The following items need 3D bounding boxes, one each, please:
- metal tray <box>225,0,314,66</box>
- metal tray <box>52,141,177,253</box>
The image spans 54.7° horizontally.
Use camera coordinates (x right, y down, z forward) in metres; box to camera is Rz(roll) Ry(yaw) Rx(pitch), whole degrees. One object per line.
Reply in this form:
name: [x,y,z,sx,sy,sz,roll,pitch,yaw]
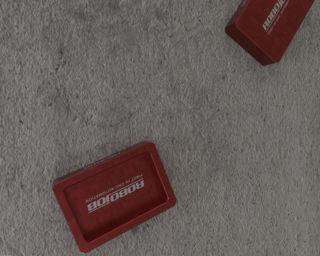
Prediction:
metal tray: [0.167,-0.172,0.468,0.090,0.030,0.130,36,78,-17]
metal tray: [-0.054,0.081,0.386,0.131,0.030,0.090,-24,98,-19]
